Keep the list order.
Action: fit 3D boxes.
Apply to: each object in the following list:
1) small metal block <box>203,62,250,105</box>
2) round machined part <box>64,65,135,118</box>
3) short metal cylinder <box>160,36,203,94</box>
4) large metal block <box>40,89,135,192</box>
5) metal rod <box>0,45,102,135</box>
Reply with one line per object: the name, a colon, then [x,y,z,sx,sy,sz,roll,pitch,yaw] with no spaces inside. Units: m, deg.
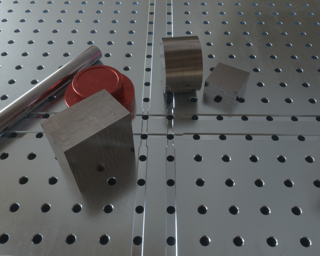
small metal block: [0.100,-0.067,0.465,0.050,0.025,0.050,24,54,19]
round machined part: [-0.086,-0.052,0.440,0.099,0.042,0.098,0,50,0]
short metal cylinder: [0.029,-0.091,0.449,0.050,0.080,0.080,-5,50,-4]
large metal block: [-0.079,0.014,0.359,0.080,0.080,0.050,-33,58,-25]
metal rod: [-0.190,-0.031,0.431,0.025,0.025,0.301,28,55,21]
